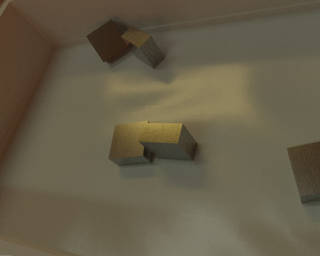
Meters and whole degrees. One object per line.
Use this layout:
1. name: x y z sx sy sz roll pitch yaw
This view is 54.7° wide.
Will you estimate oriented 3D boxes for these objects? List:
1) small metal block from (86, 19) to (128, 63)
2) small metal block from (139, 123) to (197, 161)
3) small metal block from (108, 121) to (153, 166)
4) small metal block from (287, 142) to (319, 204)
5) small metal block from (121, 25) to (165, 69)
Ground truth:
1. small metal block: -0.086 -0.145 0.519 0.050 0.050 0.025 -31 12 8
2. small metal block: 0.011 0.017 0.373 0.050 0.050 0.025 1 63 28
3. small metal block: -0.036 0.021 0.410 0.050 0.025 0.050 -7 58 24
4. small metal block: 0.156 0.041 0.299 0.050 0.025 0.050 -14 56 20
5. small metal block: -0.026 -0.125 0.478 0.025 0.050 0.050 -47 52 -4
